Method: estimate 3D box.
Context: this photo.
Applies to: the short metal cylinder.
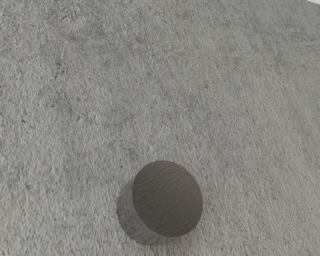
[{"bbox_3d":[-0.001,0.082,0.337,0.081,0.050,0.080,13,56,-21],"label":"short metal cylinder"}]
